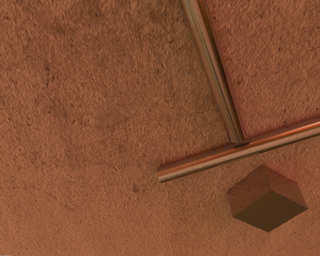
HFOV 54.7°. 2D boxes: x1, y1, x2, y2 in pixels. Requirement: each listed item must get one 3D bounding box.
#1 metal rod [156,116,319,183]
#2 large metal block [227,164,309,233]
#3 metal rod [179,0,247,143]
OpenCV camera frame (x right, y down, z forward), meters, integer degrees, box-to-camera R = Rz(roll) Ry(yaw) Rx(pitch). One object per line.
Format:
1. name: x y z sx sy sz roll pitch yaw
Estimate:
1. metal rod: 0.137 0.023 0.428 0.301 0.025 0.025 -19 128 15
2. large metal block: 0.167 0.113 0.490 0.080 0.050 0.080 27 125 -22
3. metal rod: 0.048 -0.094 0.327 0.025 0.025 0.299 -18 128 14
